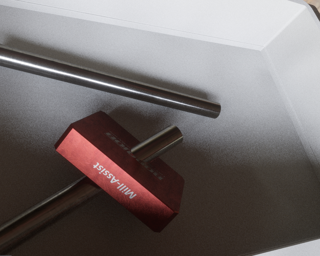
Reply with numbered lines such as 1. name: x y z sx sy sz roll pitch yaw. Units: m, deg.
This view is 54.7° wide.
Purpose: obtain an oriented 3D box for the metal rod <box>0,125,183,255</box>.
1. metal rod: -0.094 0.072 0.289 0.302 0.025 0.025 -30 79 -31

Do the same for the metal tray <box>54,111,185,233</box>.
1. metal tray: -0.035 0.040 0.329 0.130 0.030 0.090 40 14 -1

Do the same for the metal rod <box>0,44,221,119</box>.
1. metal rod: -0.052 -0.056 0.412 0.302 0.025 0.025 12 57 -22
